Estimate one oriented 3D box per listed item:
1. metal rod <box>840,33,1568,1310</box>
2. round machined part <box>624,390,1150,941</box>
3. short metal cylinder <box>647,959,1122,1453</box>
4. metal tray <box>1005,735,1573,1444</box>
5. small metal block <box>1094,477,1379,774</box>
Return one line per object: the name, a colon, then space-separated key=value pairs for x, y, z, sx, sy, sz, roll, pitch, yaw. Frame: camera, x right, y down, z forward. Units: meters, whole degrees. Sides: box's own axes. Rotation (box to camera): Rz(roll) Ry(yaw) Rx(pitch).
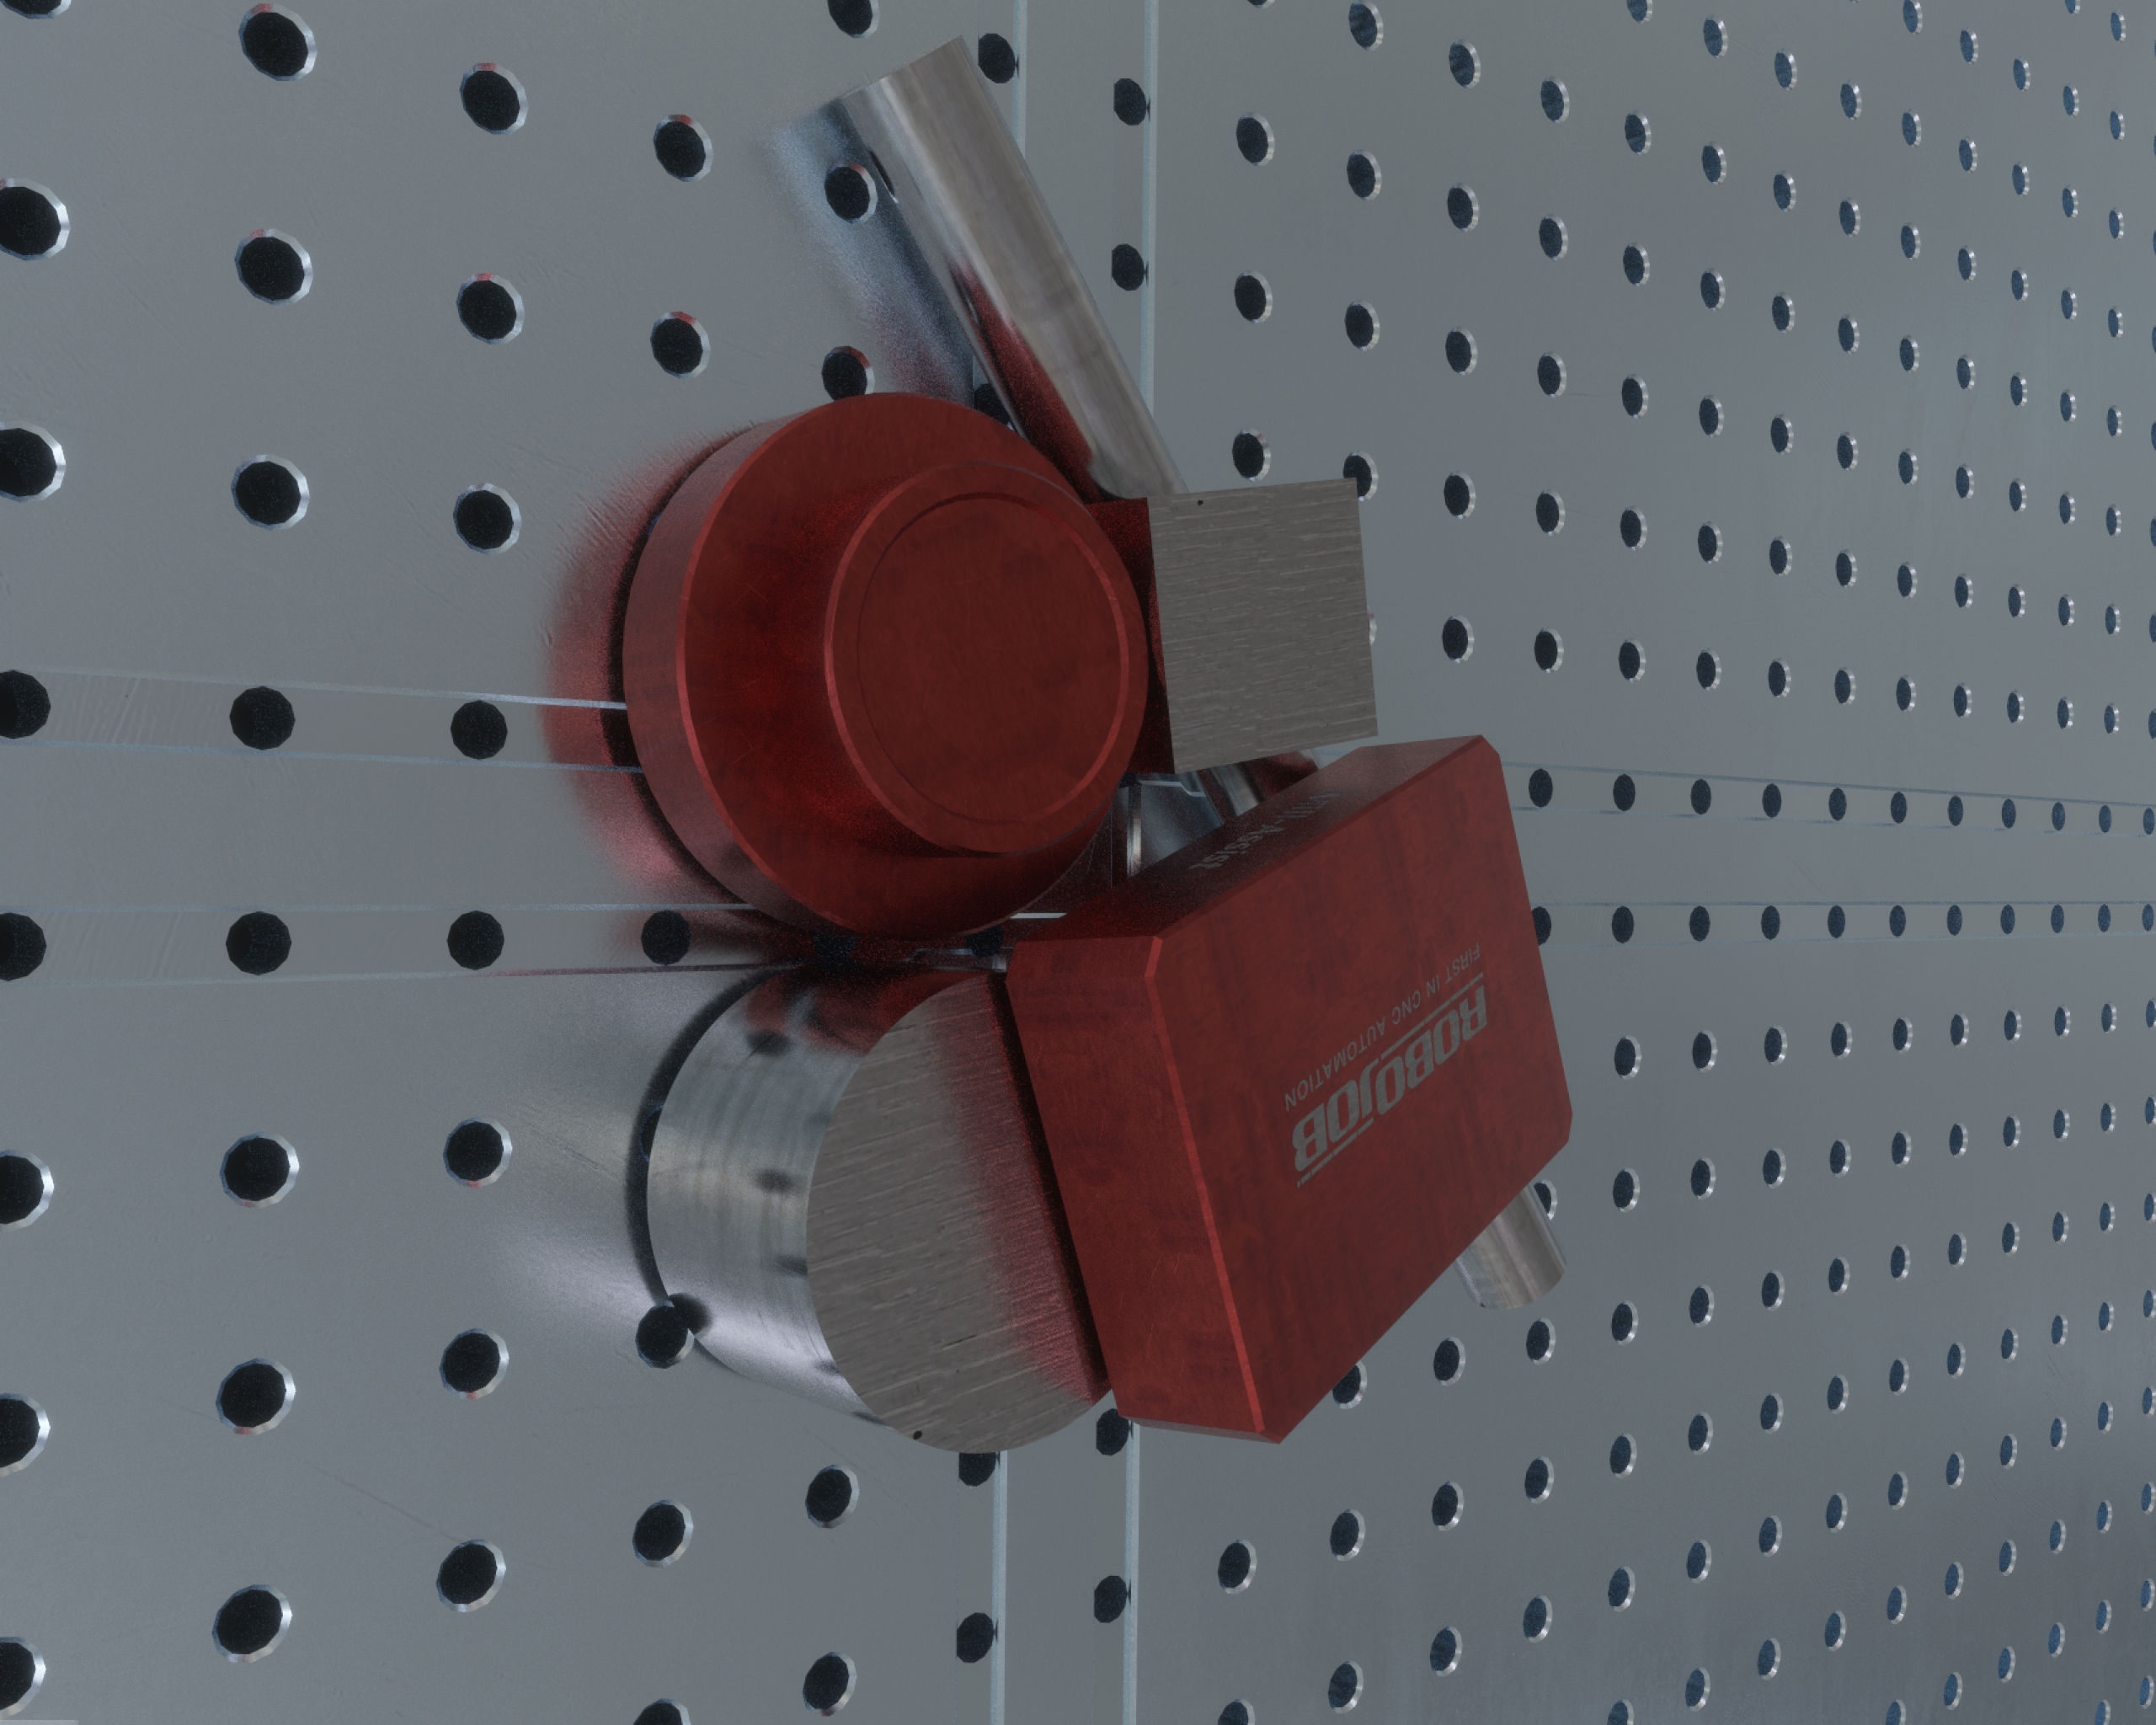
metal rod: x=0.036 y=-0.024 z=0.435 sx=0.025 sy=0.025 sz=0.299 roll=-44 pitch=117 yaw=-31
round machined part: x=-0.026 y=-0.035 z=0.370 sx=0.099 sy=0.042 sz=0.097 roll=0 pitch=90 yaw=-39
short metal cylinder: x=-0.027 y=0.058 z=0.365 sx=0.081 sy=0.050 sz=0.079 roll=0 pitch=90 yaw=-40
metal tray: x=0.046 y=0.036 z=0.390 sx=0.131 sy=0.030 sz=0.089 roll=-28 pitch=109 yaw=-50
small metal block: x=0.028 y=-0.046 z=0.398 sx=0.050 sy=0.025 sz=0.050 roll=-12 pitch=101 yaw=-34
